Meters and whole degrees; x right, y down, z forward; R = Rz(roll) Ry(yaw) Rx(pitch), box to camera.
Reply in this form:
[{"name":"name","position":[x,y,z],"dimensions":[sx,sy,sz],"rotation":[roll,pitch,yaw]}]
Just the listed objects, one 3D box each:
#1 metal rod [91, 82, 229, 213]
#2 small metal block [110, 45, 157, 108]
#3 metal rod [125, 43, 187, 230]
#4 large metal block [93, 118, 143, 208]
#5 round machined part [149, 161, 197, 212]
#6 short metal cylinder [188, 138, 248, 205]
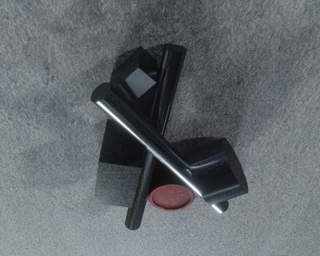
[{"name":"metal rod","position":[0.021,0.045,0.402],"dimensions":[0.025,0.025,0.300],"rotation":[-26,135,20]},{"name":"small metal block","position":[-0.030,-0.056,0.344],"dimensions":[0.050,0.050,0.025],"rotation":[-37,121,27]},{"name":"metal rod","position":[-0.014,0.034,0.417],"dimensions":[0.025,0.025,0.298],"rotation":[9,124,-8]},{"name":"large metal block","position":[-0.054,0.046,0.412],"dimensions":[0.050,0.080,0.079],"rotation":[9,130,-8]},{"name":"round machined part","position":[0.017,0.092,0.477],"dimensions":[0.099,0.042,0.097],"rotation":[-1,130,0]},{"name":"short metal cylinder","position":[0.080,0.059,0.425],"dimensions":[0.050,0.080,0.080],"rotation":[-26,126,20]}]
